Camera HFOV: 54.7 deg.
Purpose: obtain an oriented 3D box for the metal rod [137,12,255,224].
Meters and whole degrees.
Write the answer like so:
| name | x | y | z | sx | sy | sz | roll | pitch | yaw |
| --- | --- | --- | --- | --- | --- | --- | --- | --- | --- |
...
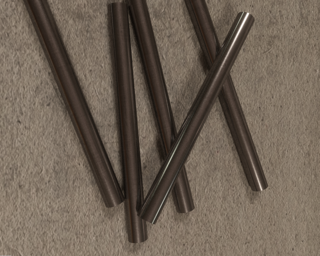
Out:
| name | x | y | z | sx | sy | sz | roll | pitch | yaw |
| --- | --- | --- | --- | --- | --- | --- | --- | --- | --- |
| metal rod | 0.051 | -0.020 | 0.401 | 0.025 | 0.025 | 0.299 | 30 | 80 | -18 |

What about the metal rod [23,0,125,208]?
| name | x | y | z | sx | sy | sz | roll | pitch | yaw |
| --- | --- | --- | --- | --- | --- | --- | --- | --- | --- |
| metal rod | -0.106 | -0.045 | 0.370 | 0.025 | 0.025 | 0.298 | -23 | 98 | -19 |

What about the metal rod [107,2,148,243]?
| name | x | y | z | sx | sy | sz | roll | pitch | yaw |
| --- | --- | --- | --- | --- | --- | --- | --- | --- | --- |
| metal rod | -0.041 | -0.005 | 0.394 | 0.025 | 0.025 | 0.298 | -6 | 92 | -20 |

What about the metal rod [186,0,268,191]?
| name | x | y | z | sx | sy | sz | roll | pitch | yaw |
| --- | --- | --- | --- | --- | --- | --- | --- | --- | --- |
| metal rod | 0.098 | -0.049 | 0.446 | 0.025 | 0.025 | 0.298 | -24 | 98 | -19 |

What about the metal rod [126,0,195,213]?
| name | x | y | z | sx | sy | sz | roll | pitch | yaw |
| --- | --- | --- | --- | --- | --- | --- | --- | --- | --- |
| metal rod | 0.001 | -0.033 | 0.410 | 0.025 | 0.025 | 0.298 | -15 | 95 | -20 |
